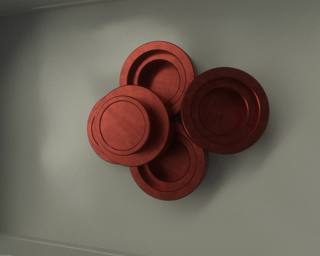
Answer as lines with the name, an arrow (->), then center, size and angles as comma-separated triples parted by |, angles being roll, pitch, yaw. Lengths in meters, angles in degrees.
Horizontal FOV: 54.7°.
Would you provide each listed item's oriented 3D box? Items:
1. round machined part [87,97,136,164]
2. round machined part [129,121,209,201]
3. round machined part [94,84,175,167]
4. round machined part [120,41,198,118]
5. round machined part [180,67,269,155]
round machined part -> -0.056, 0.001, 0.417 | 0.098, 0.042, 0.097 | 0, 90, 19
round machined part -> 0.014, 0.039, 0.394 | 0.098, 0.042, 0.097 | 0, 90, 19
round machined part -> -0.036, -0.003, 0.365 | 0.098, 0.042, 0.097 | 0, 90, 19
round machined part -> 0.002, -0.058, 0.399 | 0.098, 0.042, 0.097 | 0, 90, 19
round machined part -> 0.072, -0.019, 0.363 | 0.099, 0.042, 0.097 | 0, 87, -1
